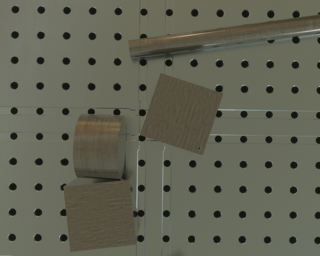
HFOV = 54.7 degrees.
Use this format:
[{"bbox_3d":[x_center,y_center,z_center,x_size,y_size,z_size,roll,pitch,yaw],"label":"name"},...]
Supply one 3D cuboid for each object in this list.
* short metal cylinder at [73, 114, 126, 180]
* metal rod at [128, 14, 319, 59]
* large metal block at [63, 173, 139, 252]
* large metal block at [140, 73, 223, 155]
[{"bbox_3d":[-0.072,0.023,0.385,0.050,0.080,0.079,2,90,0],"label":"short metal cylinder"},{"bbox_3d":[0.109,-0.125,0.414,0.302,0.025,0.025,-8,90,-1],"label":"metal rod"},{"bbox_3d":[-0.073,0.106,0.400,0.081,0.050,0.079,-6,90,-1],"label":"large metal block"},{"bbox_3d":[0.026,-0.017,0.401,0.080,0.050,0.080,18,90,-1],"label":"large metal block"}]
